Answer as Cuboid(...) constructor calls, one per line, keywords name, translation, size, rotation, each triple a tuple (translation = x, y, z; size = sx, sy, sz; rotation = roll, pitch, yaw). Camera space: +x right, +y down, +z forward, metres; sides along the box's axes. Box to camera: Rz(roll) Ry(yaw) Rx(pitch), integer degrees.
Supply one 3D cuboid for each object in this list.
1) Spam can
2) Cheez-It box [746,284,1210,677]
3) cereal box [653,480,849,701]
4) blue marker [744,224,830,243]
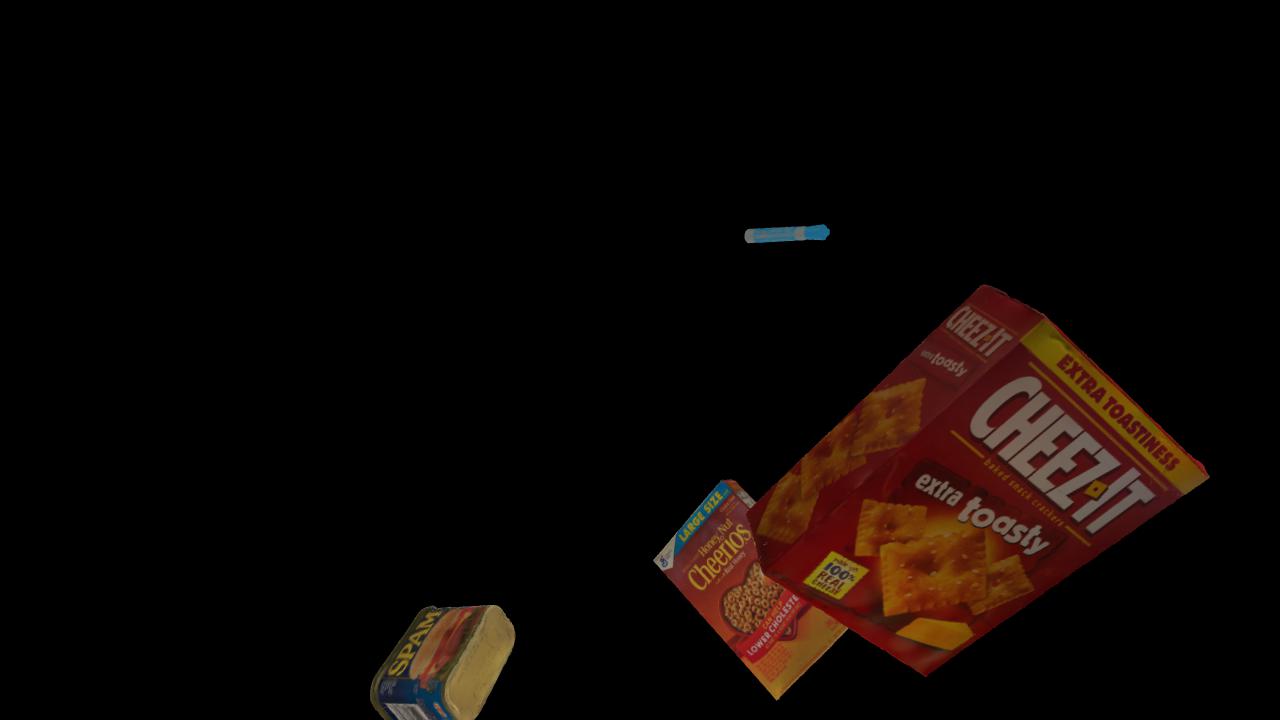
Cuboid(name="Spam can", translation=(-0.174, 0.273, 0.555), size=(0.085, 0.058, 0.101), rotation=(-13, 25, 25))
Cuboid(name="Cheez-It box", translation=(0.206, 0.089, 0.401), size=(0.166, 0.223, 0.071), rotation=(36, 19, -17))
Cuboid(name="cereal box", translation=(0.194, 0.384, 1.062), size=(0.306, 0.203, 0.081), rotation=(44, 12, 24))
Cuboid(name="blue marker", translation=(0.184, -0.159, 0.775), size=(0.020, 0.020, 0.121), rotation=(0, 6, -41))
